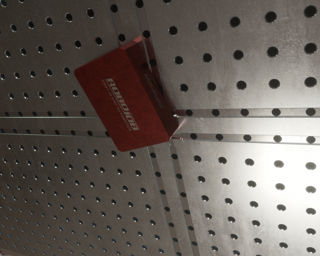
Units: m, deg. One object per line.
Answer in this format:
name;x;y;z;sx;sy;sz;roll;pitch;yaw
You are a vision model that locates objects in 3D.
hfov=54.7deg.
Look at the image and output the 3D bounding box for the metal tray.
metal tray;-0.044;-0.036;0.407;0.090;0.030;0.129;-15;111;34
